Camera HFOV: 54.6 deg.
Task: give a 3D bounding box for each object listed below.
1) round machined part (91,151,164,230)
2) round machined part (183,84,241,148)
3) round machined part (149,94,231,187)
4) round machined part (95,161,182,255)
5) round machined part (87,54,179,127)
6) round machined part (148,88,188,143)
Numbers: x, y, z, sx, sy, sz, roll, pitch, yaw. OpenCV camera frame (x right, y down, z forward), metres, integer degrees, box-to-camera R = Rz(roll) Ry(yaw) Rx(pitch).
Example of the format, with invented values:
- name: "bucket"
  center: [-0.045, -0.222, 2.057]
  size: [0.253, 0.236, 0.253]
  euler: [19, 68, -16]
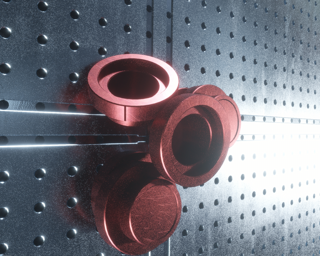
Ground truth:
- name: "round machined part"
  center: [-0.024, 0.076, 0.350]
  size: [0.099, 0.042, 0.097]
  euler: [0, 90, -40]
- name: "round machined part"
  center: [0.066, -0.007, 0.397]
  size: [0.099, 0.042, 0.097]
  euler: [1, 89, -40]
- name: "round machined part"
  center: [0.028, 0.011, 0.337]
  size: [0.099, 0.042, 0.097]
  euler: [-8, 103, -36]
- name: "round machined part"
  center: [-0.015, 0.085, 0.329]
  size: [0.099, 0.042, 0.097]
  euler: [0, 90, -40]
- name: "round machined part"
  center: [-0.030, -0.039, 0.347]
  size: [0.099, 0.098, 0.042]
  euler: [-34, 147, -35]
- name: "round machined part"
  center: [0.036, -0.003, 0.400]
  size: [0.099, 0.042, 0.097]
  euler: [0, 90, -40]
